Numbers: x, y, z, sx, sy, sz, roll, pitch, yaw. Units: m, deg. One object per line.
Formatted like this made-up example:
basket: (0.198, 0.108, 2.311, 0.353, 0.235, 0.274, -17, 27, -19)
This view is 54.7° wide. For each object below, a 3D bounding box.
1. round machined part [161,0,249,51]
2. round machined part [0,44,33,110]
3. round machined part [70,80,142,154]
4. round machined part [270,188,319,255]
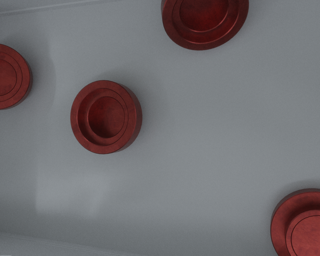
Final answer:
round machined part: (0.050, -0.144, 0.364, 0.098, 0.098, 0.042, -22, 48, 18)
round machined part: (-0.246, -0.076, 0.471, 0.099, 0.042, 0.097, 0, 91, -11)
round machined part: (-0.069, -0.014, 0.425, 0.098, 0.042, 0.097, 0, 90, 19)
round machined part: (0.174, 0.119, 0.340, 0.098, 0.042, 0.097, 0, 90, 19)
